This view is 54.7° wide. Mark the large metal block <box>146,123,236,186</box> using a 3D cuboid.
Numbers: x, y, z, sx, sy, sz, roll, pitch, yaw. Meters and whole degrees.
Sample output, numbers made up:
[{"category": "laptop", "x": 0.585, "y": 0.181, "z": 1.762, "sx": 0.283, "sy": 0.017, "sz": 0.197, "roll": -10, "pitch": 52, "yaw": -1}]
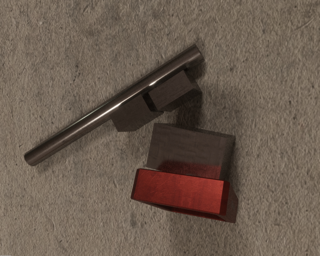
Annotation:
[{"category": "large metal block", "x": 0.040, "y": 0.027, "z": 0.365, "sx": 0.080, "sy": 0.080, "sz": 0.050, "roll": 12, "pitch": 94, "yaw": 19}]

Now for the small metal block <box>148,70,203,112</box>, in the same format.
[{"category": "small metal block", "x": 0.021, "y": -0.044, "z": 0.388, "sx": 0.050, "sy": 0.050, "sz": 0.025, "roll": -31, "pitch": 80, "yaw": 17}]

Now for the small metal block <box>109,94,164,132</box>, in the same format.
[{"category": "small metal block", "x": -0.029, "y": -0.018, "z": 0.405, "sx": 0.050, "sy": 0.050, "sz": 0.025, "roll": -32, "pitch": 80, "yaw": 17}]

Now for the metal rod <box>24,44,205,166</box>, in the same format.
[{"category": "metal rod", "x": -0.074, "y": -0.024, "z": 0.433, "sx": 0.300, "sy": 0.025, "sz": 0.025, "roll": -30, "pitch": 81, "yaw": 17}]

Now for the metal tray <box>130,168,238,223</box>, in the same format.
[{"category": "metal tray", "x": 0.034, "y": 0.078, "z": 0.339, "sx": 0.090, "sy": 0.130, "sz": 0.030, "roll": 5, "pitch": 72, "yaw": 19}]
